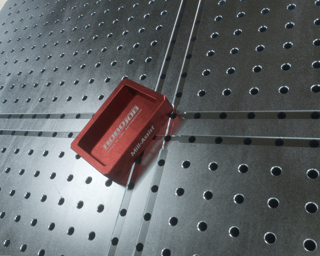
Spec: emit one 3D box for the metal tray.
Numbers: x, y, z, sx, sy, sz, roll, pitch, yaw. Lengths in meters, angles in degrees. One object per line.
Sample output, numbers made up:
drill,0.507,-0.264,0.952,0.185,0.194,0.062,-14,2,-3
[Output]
metal tray,-0.054,-0.001,0.434,0.090,0.030,0.130,29,78,37
